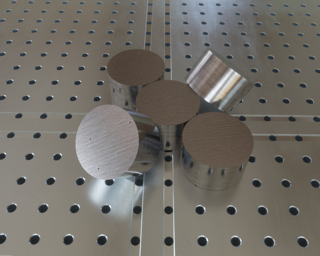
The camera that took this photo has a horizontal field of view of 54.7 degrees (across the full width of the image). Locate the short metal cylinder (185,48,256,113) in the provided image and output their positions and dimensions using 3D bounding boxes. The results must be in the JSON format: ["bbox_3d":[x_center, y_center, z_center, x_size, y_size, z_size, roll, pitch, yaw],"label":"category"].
[{"bbox_3d":[0.081,-0.065,0.420,0.080,0.050,0.080,32,21,-14],"label":"short metal cylinder"}]

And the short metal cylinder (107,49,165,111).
[{"bbox_3d":[-0.033,-0.070,0.449,0.081,0.050,0.080,0,50,0],"label":"short metal cylinder"}]

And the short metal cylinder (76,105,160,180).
[{"bbox_3d":[-0.047,0.017,0.350,0.080,0.050,0.080,-3,84,25],"label":"short metal cylinder"}]

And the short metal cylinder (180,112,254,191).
[{"bbox_3d":[0.065,0.027,0.369,0.081,0.050,0.080,0,50,0],"label":"short metal cylinder"}]

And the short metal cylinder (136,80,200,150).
[{"bbox_3d":[0.010,-0.018,0.406,0.081,0.050,0.080,0,50,0],"label":"short metal cylinder"}]
